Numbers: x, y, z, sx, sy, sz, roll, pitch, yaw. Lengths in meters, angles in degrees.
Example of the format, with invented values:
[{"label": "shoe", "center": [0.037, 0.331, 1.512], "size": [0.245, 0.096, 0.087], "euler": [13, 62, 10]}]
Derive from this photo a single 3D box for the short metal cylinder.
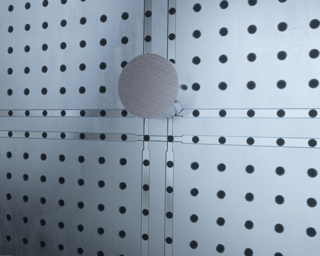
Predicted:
[{"label": "short metal cylinder", "center": [-0.007, -0.051, 0.402], "size": [0.080, 0.050, 0.080], "euler": [0, 90, 20]}]
